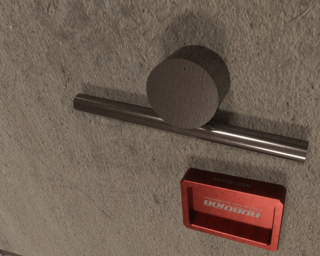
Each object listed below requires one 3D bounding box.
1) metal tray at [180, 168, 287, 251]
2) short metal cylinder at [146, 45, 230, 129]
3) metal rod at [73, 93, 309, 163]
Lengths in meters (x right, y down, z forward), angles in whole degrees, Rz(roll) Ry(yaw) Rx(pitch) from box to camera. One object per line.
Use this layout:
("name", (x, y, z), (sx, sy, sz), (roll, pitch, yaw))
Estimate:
("metal tray", (0.096, 0.109, 0.419), (0.130, 0.030, 0.089), (8, 122, 23))
("short metal cylinder", (0.032, -0.046, 0.344), (0.080, 0.050, 0.079), (13, 124, 20))
("metal rod", (0.022, -0.005, 0.390), (0.301, 0.025, 0.025), (13, 124, 20))
